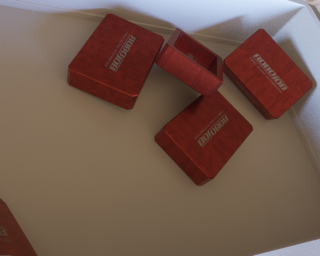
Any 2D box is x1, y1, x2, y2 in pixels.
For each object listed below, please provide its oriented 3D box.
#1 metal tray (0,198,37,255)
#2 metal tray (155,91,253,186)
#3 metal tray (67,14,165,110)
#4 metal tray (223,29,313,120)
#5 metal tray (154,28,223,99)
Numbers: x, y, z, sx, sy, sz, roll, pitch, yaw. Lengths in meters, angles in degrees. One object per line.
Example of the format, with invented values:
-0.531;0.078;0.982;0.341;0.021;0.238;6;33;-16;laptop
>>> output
-0.137;0.078;0.206;0.030;0.130;0.090;-42;66;-9;metal tray
0.066;0.007;0.436;0.090;0.030;0.131;47;51;4;metal tray
-0.056;-0.094;0.423;0.090;0.030;0.130;23;53;-4;metal tray
0.177;-0.089;0.521;0.090;0.030;0.130;-42;89;-5;metal tray
0.048;-0.101;0.459;0.090;0.030;0.130;33;28;-7;metal tray
